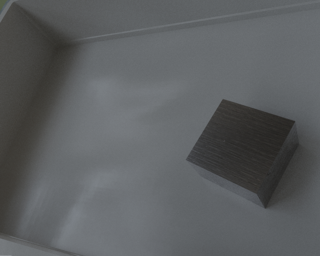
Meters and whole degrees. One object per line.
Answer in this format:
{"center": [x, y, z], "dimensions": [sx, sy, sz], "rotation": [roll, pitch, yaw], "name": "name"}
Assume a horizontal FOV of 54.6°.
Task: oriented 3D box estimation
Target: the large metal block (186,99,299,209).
{"center": [0.088, 0.025, 0.328], "dimensions": [0.080, 0.050, 0.080], "rotation": [23, 74, 36], "name": "large metal block"}
